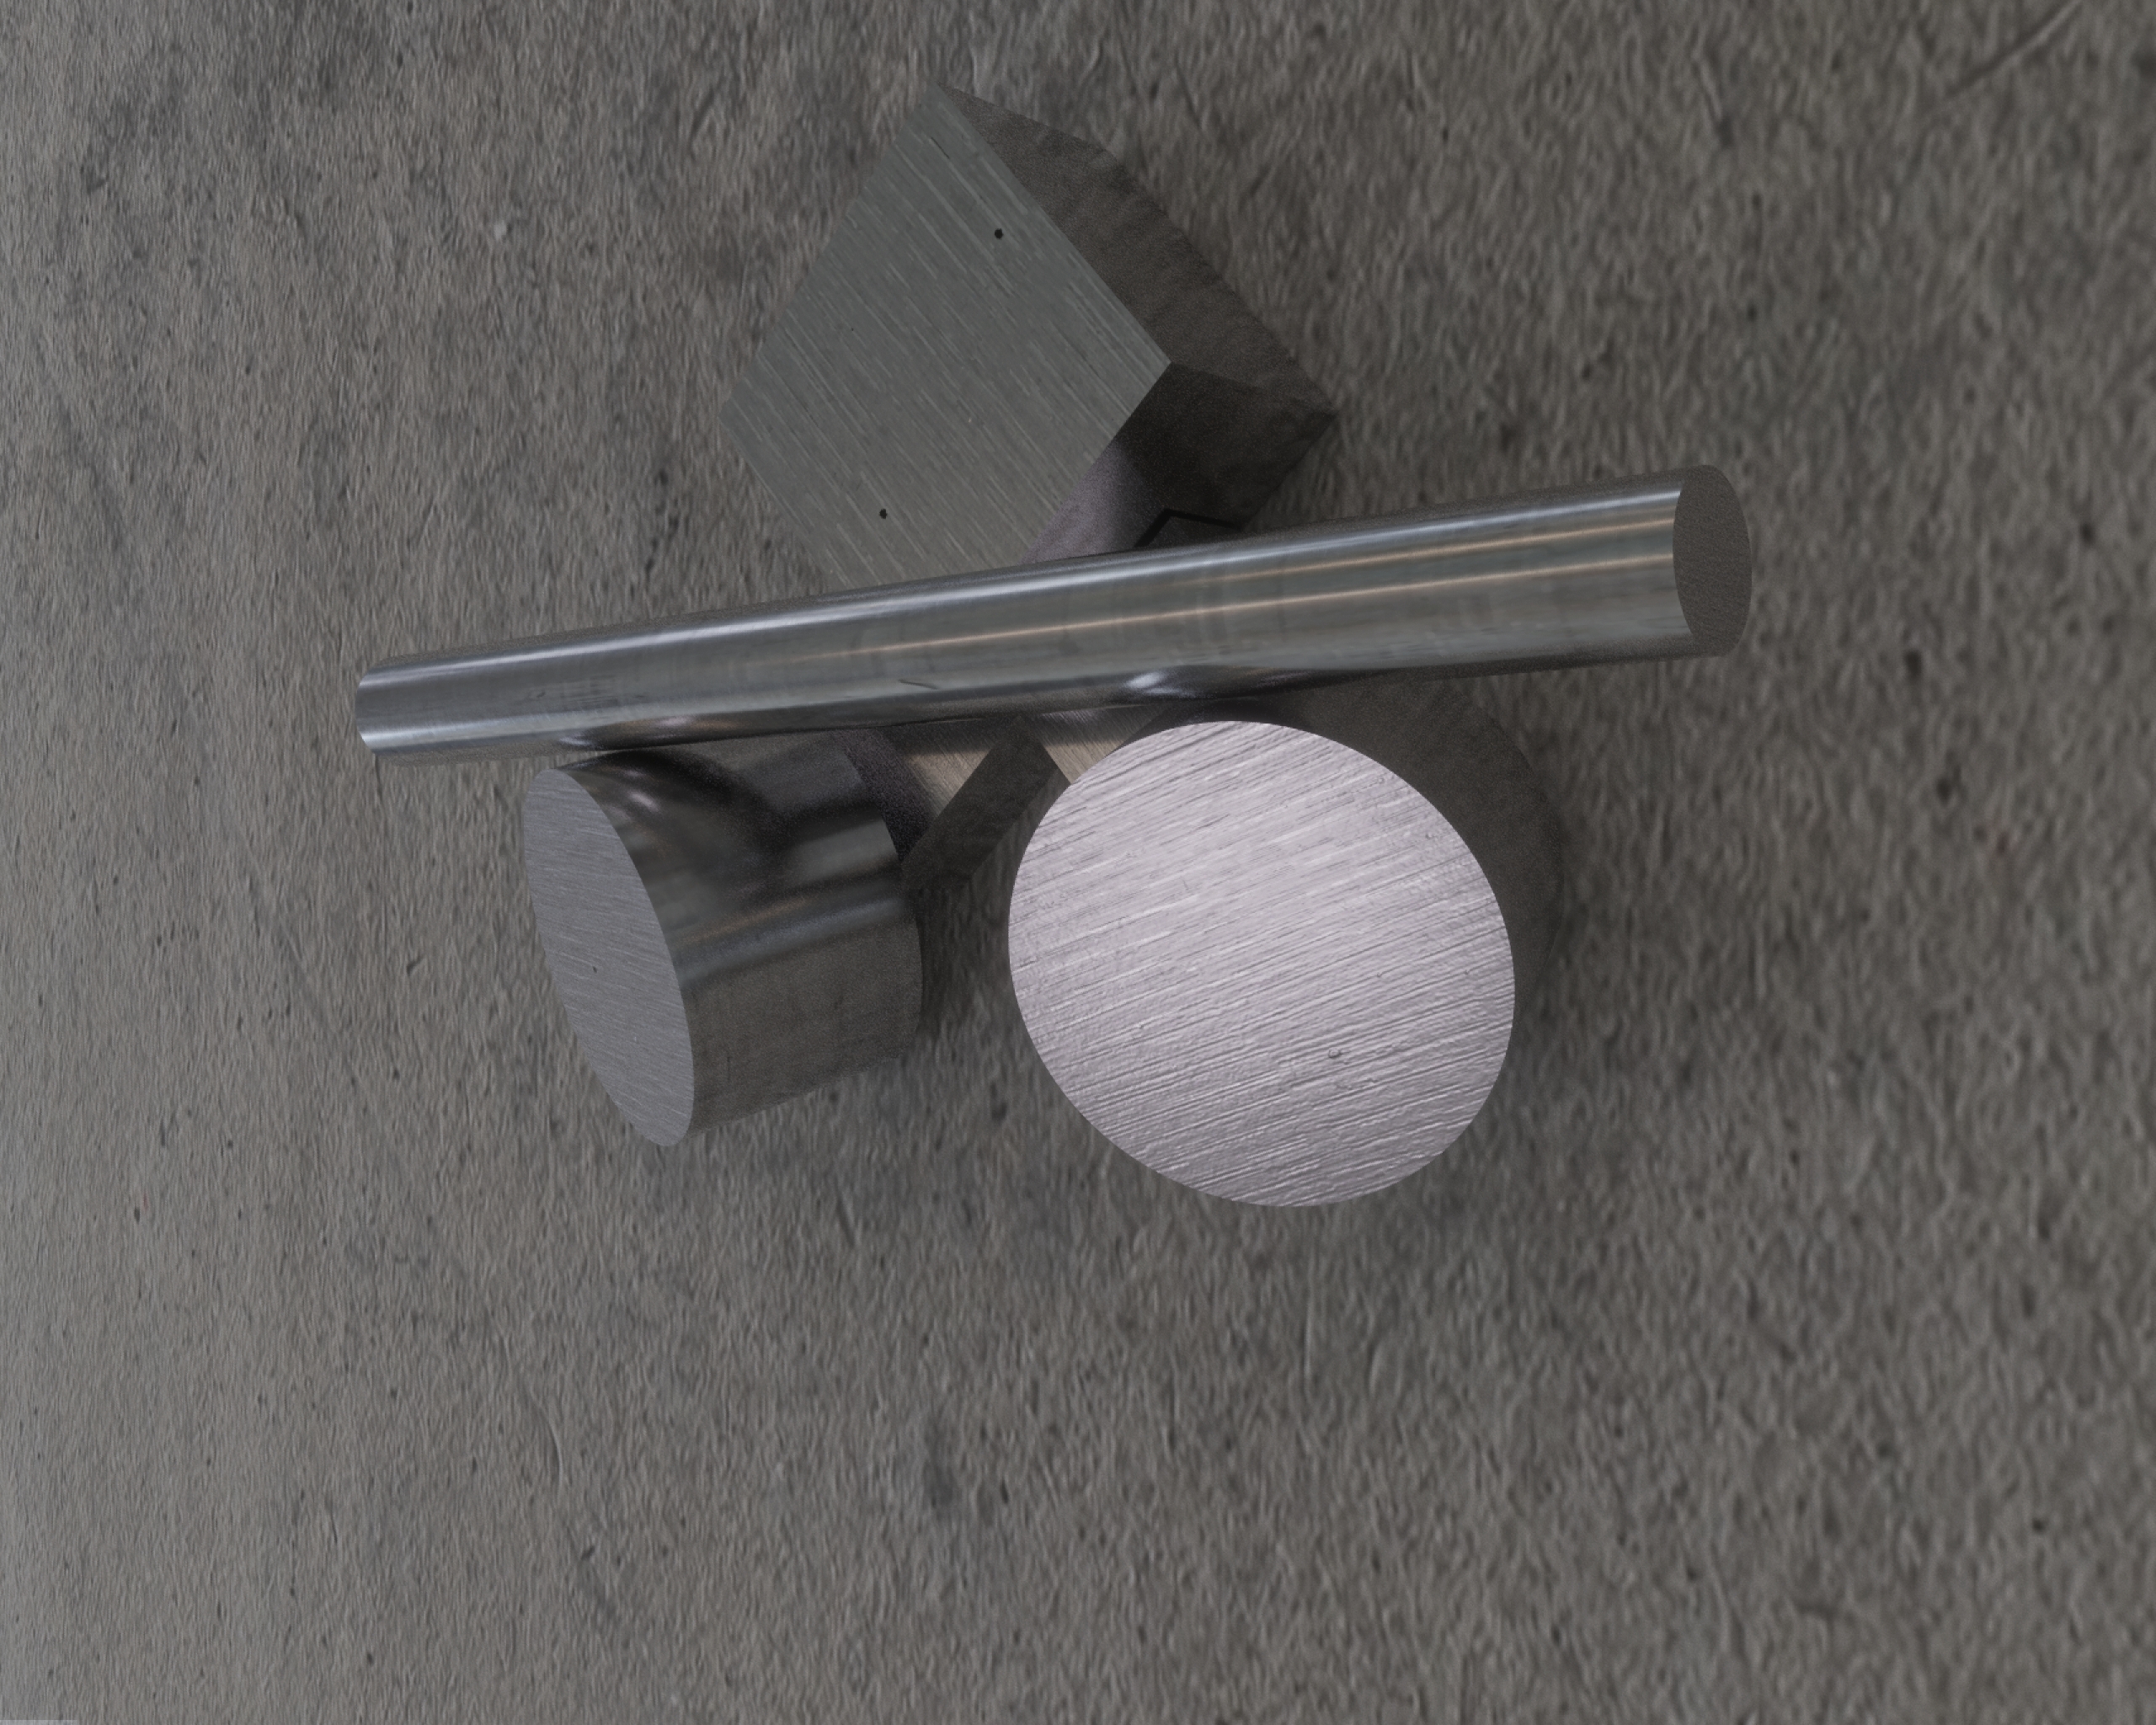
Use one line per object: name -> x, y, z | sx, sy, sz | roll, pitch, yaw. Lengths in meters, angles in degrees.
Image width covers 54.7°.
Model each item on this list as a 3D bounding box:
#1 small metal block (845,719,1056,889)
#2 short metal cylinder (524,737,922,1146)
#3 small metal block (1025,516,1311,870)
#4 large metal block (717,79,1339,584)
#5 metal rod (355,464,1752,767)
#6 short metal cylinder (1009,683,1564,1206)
small metal block -> -0.031, -0.030, 0.432 | 0.050, 0.025, 0.050 | -50, 61, 27
short metal cylinder -> -0.075, 0.012, 0.433 | 0.080, 0.050, 0.079 | 35, 135, 45
small metal block -> 0.024, -0.027, 0.386 | 0.050, 0.025, 0.050 | -51, 61, 28
large metal block -> -0.012, -0.085, 0.397 | 0.080, 0.050, 0.080 | -50, 61, 28
metal rod -> -0.033, -0.036, 0.366 | 0.300, 0.025, 0.025 | -1, 89, 40
short metal cylinder -> 0.035, 0.009, 0.343 | 0.080, 0.050, 0.079 | 7, 110, 19
